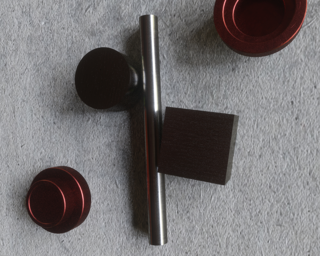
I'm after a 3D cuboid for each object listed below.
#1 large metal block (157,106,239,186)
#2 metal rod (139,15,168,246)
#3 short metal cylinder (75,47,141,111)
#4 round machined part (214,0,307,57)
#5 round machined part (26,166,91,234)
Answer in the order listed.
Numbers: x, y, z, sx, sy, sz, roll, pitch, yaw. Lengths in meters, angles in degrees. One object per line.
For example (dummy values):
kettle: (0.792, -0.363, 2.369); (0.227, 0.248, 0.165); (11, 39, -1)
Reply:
large metal block: (0.048, 0.019, 0.379); (0.080, 0.050, 0.079); (8, 93, 19)
metal rod: (-0.009, 0.002, 0.412); (0.025, 0.025, 0.298); (-3, 89, 20)
short metal cylinder: (-0.066, -0.064, 0.419); (0.080, 0.050, 0.080); (0, 90, 20)
round machined part: (0.115, -0.131, 0.359); (0.098, 0.042, 0.097); (0, 90, 20)
round machined part: (-0.155, 0.107, 0.455); (0.098, 0.042, 0.097); (0, 90, 20)
